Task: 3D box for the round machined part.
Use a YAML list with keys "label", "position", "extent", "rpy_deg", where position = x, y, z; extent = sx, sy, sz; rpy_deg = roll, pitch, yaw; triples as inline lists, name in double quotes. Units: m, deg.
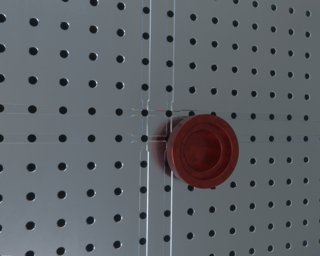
- label: "round machined part"
  position: [0.054, 0.030, 0.423]
  extent: [0.099, 0.042, 0.097]
  rpy_deg: [0, 90, -20]
